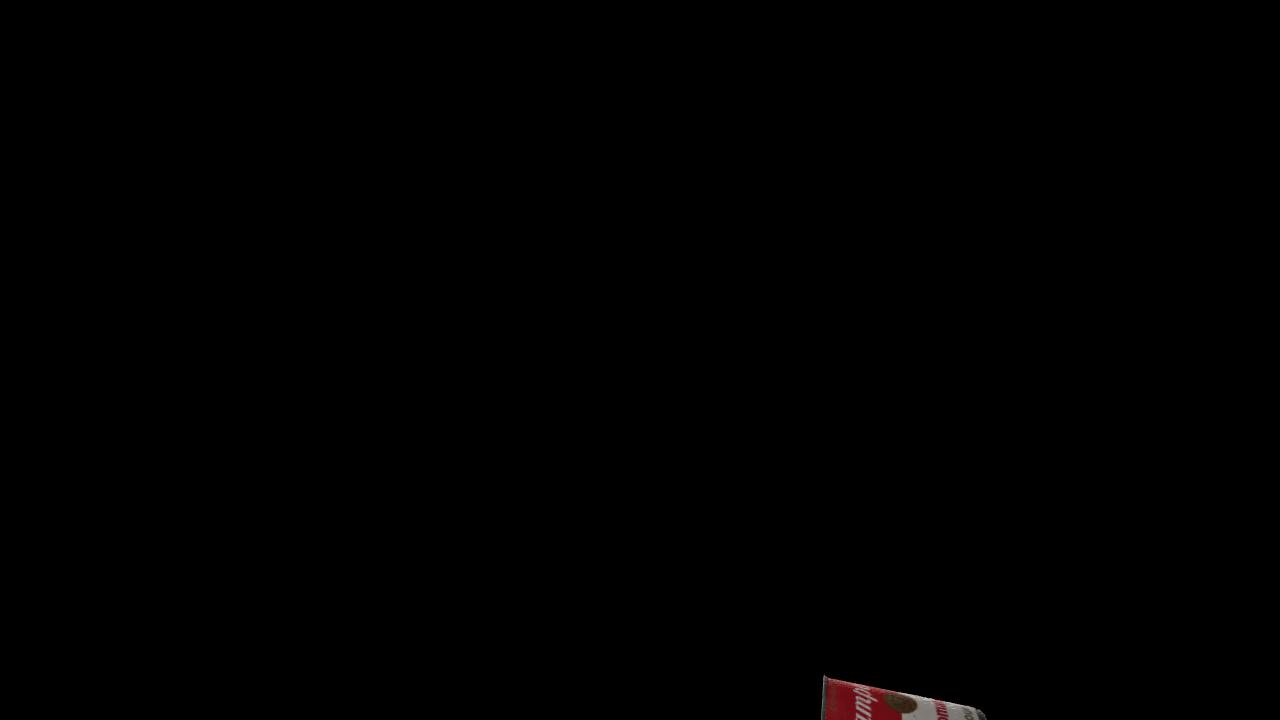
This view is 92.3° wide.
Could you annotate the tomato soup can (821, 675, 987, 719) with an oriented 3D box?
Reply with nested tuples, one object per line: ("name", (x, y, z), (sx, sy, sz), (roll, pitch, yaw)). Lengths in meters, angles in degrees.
("tomato soup can", (0.171, 0.256, 0.405), (0.101, 0.068, 0.068), (3, 1, 19))
